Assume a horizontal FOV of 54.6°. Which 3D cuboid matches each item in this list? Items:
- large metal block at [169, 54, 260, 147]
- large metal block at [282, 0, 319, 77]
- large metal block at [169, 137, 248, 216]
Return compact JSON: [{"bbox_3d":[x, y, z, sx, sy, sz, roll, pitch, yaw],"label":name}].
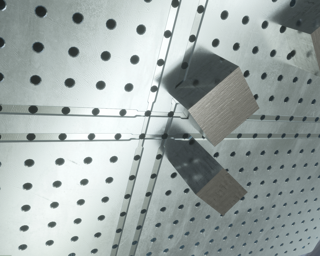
[{"bbox_3d":[0.073,-0.036,0.412,0.080,0.050,0.080,-41,129,0],"label":"large metal block"},{"bbox_3d":[0.231,-0.133,0.438,0.080,0.050,0.080,-41,129,-1],"label":"large metal block"},{"bbox_3d":[0.070,0.071,0.457,0.050,0.080,0.080,-45,129,3],"label":"large metal block"}]
